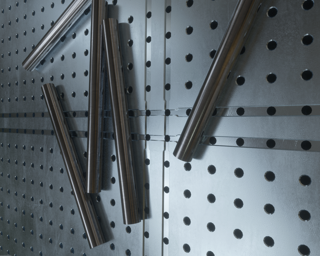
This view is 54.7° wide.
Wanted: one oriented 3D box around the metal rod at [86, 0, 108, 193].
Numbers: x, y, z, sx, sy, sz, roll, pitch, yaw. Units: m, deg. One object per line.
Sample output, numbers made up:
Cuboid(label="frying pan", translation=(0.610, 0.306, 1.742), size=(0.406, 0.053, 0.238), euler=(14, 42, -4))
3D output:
Cuboid(label="metal rod", translation=(-0.100, -0.048, 0.488), size=(0.025, 0.025, 0.298), euler=(4, 92, 39))

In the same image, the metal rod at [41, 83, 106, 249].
Cuboid(label="metal rod", translation=(-0.153, 0.054, 0.532), size=(0.025, 0.025, 0.299), euler=(-35, 68, 34))

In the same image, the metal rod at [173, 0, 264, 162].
Cuboid(label="metal rod", translation=(0.081, -0.096, 0.341), size=(0.025, 0.025, 0.298), euler=(34, 111, 34))

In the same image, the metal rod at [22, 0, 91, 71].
Cuboid(label="metal rod", translation=(-0.161, -0.189, 0.538), size=(0.299, 0.025, 0.025), euler=(-31, 71, 35))

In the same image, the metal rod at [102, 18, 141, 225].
Cuboid(label="metal rod", translation=(-0.057, -0.013, 0.454), size=(0.025, 0.025, 0.298), euler=(-12, 83, 39))
